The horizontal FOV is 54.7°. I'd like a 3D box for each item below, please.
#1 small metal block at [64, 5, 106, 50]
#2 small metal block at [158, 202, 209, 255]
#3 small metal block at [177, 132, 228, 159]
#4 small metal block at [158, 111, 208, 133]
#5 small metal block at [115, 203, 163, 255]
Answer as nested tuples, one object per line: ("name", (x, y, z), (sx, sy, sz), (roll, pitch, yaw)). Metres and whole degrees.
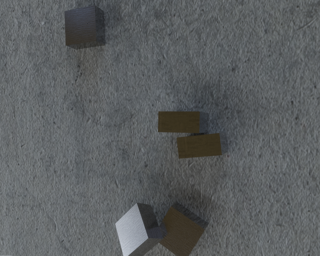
("small metal block", (-0.108, -0.144, 0.447), (0.050, 0.025, 0.050), (-3, 89, 20))
("small metal block", (0.027, 0.133, 0.400), (0.050, 0.025, 0.050), (32, 100, 17))
("small metal block", (0.053, 0.021, 0.377), (0.050, 0.050, 0.025), (-7, 88, 20))
("small metal block", (0.030, -0.007, 0.385), (0.050, 0.050, 0.025), (1, 91, 20))
("small metal block", (-0.028, 0.134, 0.403), (0.050, 0.025, 0.050), (-47, 45, 24))
